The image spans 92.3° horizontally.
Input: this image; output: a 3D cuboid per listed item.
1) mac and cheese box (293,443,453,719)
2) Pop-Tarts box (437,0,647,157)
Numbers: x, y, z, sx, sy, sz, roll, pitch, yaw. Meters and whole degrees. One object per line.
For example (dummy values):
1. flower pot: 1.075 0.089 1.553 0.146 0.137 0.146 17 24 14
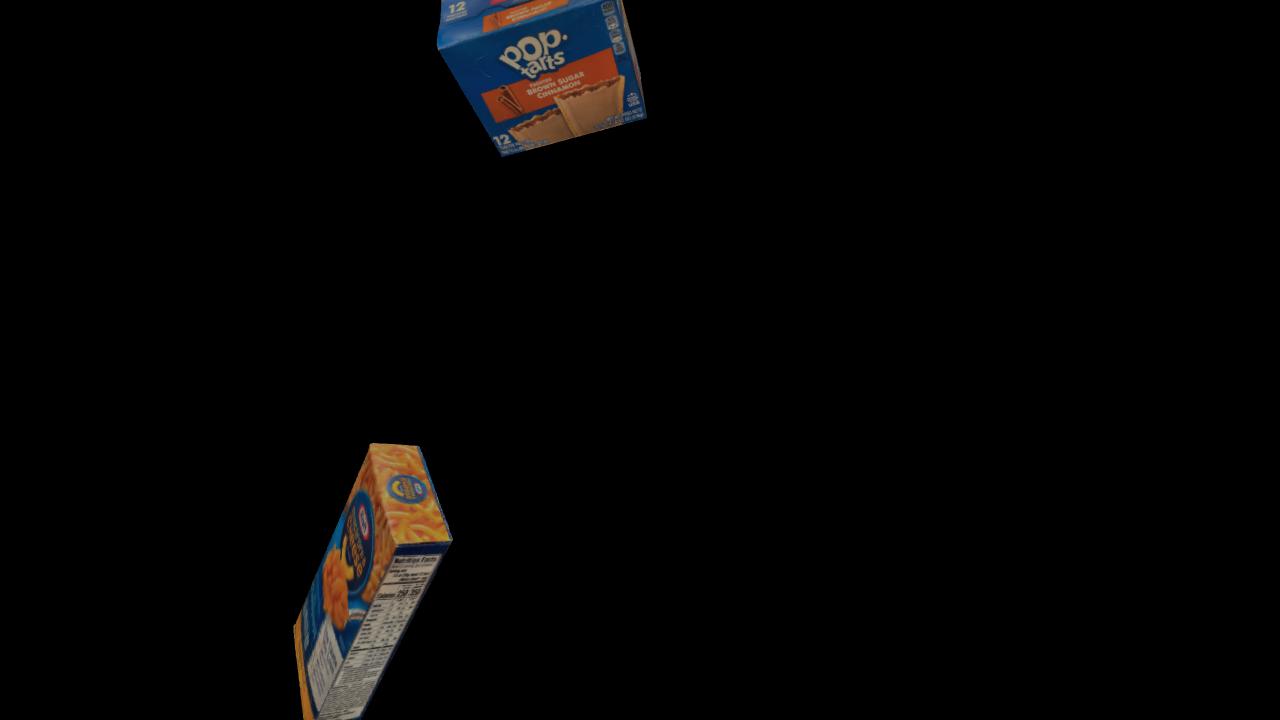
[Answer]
1. mac and cheese box: -0.189 0.157 0.421 0.041 0.184 0.093 13 25 -39
2. Pop-Tarts box: -0.090 -0.299 0.614 0.167 0.083 0.141 -12 -27 8
